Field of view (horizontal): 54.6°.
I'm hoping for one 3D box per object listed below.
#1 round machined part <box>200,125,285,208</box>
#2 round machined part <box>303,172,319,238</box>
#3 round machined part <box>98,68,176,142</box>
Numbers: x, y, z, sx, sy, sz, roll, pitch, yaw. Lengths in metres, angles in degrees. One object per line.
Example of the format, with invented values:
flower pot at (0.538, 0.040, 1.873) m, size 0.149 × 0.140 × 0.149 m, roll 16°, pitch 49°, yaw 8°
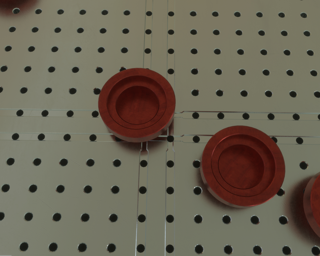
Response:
round machined part at (0.099, 0.049, 0.385) m, size 0.099 × 0.042 × 0.098 m, roll 0°, pitch 70°, yaw 0°
round machined part at (0.220, 0.095, 0.369) m, size 0.099 × 0.042 × 0.098 m, roll 0°, pitch 70°, yaw 0°
round machined part at (-0.029, -0.027, 0.413) m, size 0.099 × 0.042 × 0.098 m, roll 0°, pitch 70°, yaw 0°
